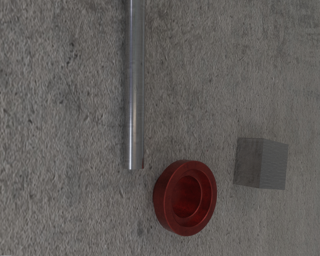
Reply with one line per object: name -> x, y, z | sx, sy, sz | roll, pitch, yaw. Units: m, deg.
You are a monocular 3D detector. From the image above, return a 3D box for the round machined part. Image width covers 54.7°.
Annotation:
round machined part -> 0.029, 0.091, 0.418 | 0.099, 0.042, 0.097 | 0, 90, -40

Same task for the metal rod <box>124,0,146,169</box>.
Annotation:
metal rod -> -0.031, -0.100, 0.378 | 0.025, 0.025, 0.298 | 1, 90, -40

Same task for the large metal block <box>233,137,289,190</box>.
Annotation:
large metal block -> 0.175, 0.062, 0.535 | 0.081, 0.050, 0.080 | 12, 82, -39
